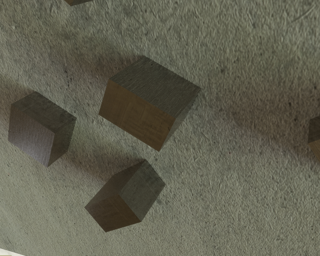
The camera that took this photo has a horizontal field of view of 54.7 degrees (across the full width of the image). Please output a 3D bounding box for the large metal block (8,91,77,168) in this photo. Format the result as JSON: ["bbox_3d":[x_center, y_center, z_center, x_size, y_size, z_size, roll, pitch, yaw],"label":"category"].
[{"bbox_3d":[-0.188,0.002,0.491,0.080,0.050,0.079,33,129,6],"label":"large metal block"}]

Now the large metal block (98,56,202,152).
[{"bbox_3d":[-0.010,-0.031,0.357,0.080,0.080,0.050,31,129,8],"label":"large metal block"}]

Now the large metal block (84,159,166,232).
[{"bbox_3d":[-0.050,0.101,0.460,0.080,0.080,0.050,-29,103,37],"label":"large metal block"}]

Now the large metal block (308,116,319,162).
[{"bbox_3d":[0.202,0.019,0.296,0.080,0.050,0.080,-29,103,37],"label":"large metal block"}]

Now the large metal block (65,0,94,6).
[{"bbox_3d":[-0.084,-0.175,0.308,0.080,0.080,0.050,42,129,-1],"label":"large metal block"}]
